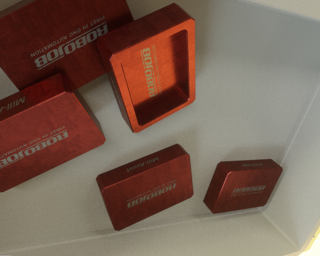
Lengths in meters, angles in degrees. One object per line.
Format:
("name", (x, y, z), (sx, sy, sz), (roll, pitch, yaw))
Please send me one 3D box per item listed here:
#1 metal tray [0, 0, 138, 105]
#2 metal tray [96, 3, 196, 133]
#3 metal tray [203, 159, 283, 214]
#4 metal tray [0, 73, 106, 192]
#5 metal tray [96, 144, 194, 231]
("metal tray", (-0.090, -0.088, 0.303), (0.131, 0.030, 0.090), (-32, 129, -8))
("metal tray", (-0.007, -0.058, 0.337), (0.090, 0.030, 0.129), (-29, 149, -12))
("metal tray", (0.149, 0.103, 0.554), (0.131, 0.030, 0.089), (1, 118, -29))
("metal tray", (-0.133, 0.009, 0.314), (0.131, 0.030, 0.090), (-26, 143, -3))
("metal tray", (-0.017, 0.086, 0.451), (0.131, 0.030, 0.089), (-21, 127, -17))
